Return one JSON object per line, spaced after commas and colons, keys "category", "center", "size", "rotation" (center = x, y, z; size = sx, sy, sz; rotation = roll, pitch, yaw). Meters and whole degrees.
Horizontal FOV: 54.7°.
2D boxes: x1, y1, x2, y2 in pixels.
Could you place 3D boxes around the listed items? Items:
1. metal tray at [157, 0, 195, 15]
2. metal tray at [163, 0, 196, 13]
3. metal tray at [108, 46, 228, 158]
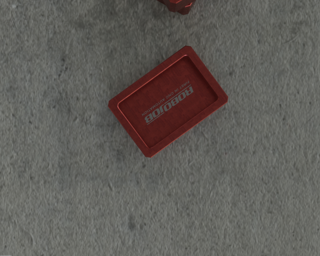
{"category": "metal tray", "center": [0.001, -0.222, 0.407], "size": [0.130, 0.030, 0.090], "rotation": [29, 90, -1]}
{"category": "metal tray", "center": [0.048, -0.214, 0.377], "size": [0.130, 0.030, 0.090], "rotation": [-31, 90, -1]}
{"category": "metal tray", "center": [0.011, -0.034, 0.407], "size": [0.130, 0.030, 0.090], "rotation": [-36, 90, -1]}
